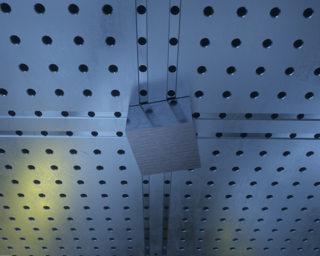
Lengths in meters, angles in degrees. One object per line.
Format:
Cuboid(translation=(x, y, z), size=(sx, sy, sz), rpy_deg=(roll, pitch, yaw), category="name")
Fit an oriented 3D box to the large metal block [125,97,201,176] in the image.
Cuboid(translation=(0.007, 0.012, 0.404), size=(0.080, 0.050, 0.080), rpy_deg=(-9, 130, 8), category="large metal block")
